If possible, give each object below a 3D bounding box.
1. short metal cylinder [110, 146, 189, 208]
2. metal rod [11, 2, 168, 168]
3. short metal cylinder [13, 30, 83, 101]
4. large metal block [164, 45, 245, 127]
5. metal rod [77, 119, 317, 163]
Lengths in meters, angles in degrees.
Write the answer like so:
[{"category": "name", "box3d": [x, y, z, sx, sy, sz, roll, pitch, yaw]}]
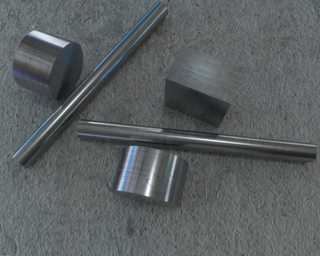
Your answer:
[{"category": "short metal cylinder", "box3d": [-0.011, 0.058, 0.357, 0.080, 0.080, 0.050, 12, 71, 4]}, {"category": "metal rod", "box3d": [-0.087, -0.070, 0.432, 0.025, 0.025, 0.300, 35, 73, 12]}, {"category": "short metal cylinder", "box3d": [-0.144, -0.082, 0.408, 0.050, 0.080, 0.080, 21, 71, 7]}, {"category": "large metal block", "box3d": [0.053, -0.050, 0.398, 0.080, 0.080, 0.050, 23, 72, 8]}, {"category": "metal rod", "box3d": [0.045, 0.016, 0.402, 0.302, 0.025, 0.025, 6, 70, 2]}]
